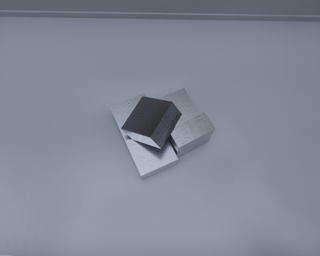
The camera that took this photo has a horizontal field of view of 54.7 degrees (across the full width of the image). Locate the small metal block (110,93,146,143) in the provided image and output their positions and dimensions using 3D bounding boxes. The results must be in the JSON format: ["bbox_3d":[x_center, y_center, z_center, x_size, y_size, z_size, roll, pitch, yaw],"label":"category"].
[{"bbox_3d":[-0.032,-0.011,0.412,0.050,0.025,0.050,-24,72,-9],"label":"small metal block"}]

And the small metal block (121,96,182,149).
[{"bbox_3d":[-0.010,-0.008,0.371,0.050,0.025,0.050,15,66,42],"label":"small metal block"}]

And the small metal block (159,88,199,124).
[{"bbox_3d":[0.020,-0.019,0.415,0.050,0.025,0.050,-24,72,-9],"label":"small metal block"}]

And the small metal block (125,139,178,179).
[{"bbox_3d":[-0.011,0.031,0.397,0.050,0.025,0.050,-24,72,-9],"label":"small metal block"}]

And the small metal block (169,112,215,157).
[{"bbox_3d":[0.037,0.010,0.391,0.050,0.050,0.025,-27,73,-10],"label":"small metal block"}]
